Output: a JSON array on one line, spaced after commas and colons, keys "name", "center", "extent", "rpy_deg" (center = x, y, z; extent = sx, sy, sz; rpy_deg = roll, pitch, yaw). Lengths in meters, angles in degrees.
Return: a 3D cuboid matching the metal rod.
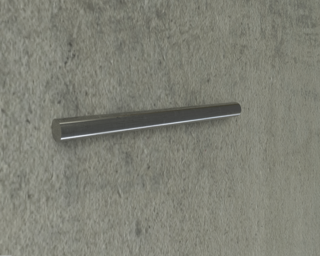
[{"name": "metal rod", "center": [0.009, -0.014, 0.413], "extent": [0.302, 0.025, 0.025], "rpy_deg": [-8, 96, -40]}]
